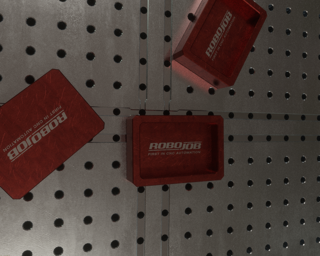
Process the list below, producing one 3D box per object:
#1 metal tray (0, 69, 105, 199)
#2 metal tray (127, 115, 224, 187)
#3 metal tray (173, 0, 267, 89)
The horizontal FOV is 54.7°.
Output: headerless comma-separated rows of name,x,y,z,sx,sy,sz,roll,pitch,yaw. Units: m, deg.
metal tray,-0.142,0.005,0.358,0.130,0.030,0.090,-42,104,-15
metal tray,0.022,0.028,0.419,0.131,0.030,0.089,-1,90,-21
metal tray,0.088,-0.134,0.443,0.090,0.030,0.130,30,80,-18
